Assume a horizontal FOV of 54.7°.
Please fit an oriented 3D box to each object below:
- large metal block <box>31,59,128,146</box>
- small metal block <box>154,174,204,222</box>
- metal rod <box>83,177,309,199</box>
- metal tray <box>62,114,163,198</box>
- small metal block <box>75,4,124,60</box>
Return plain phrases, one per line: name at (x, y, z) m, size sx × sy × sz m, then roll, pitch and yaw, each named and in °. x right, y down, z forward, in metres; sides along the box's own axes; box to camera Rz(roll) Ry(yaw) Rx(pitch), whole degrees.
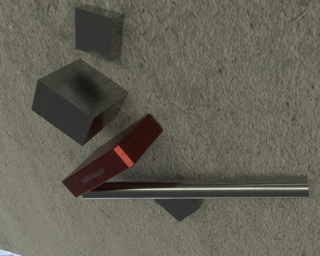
large metal block at (-0.102, -0.036, 0.401) m, size 0.080 × 0.080 × 0.050 m, roll 35°, pitch 129°, yaw 4°
small metal block at (0.029, 0.103, 0.455) m, size 0.050 × 0.025 × 0.050 m, roll 41°, pitch 129°, yaw -1°
metal rod at (0.031, 0.081, 0.411) m, size 0.301 × 0.025 × 0.025 m, roll -5°, pitch 116°, yaw 20°
metal tray at (-0.065, 0.038, 0.420) m, size 0.130 × 0.090 × 0.030 m, roll -32°, pitch 101°, yaw 38°
small metal block at (-0.073, -0.115, 0.372) m, size 0.050 × 0.025 × 0.050 m, roll 21°, pitch 126°, yaw 15°
